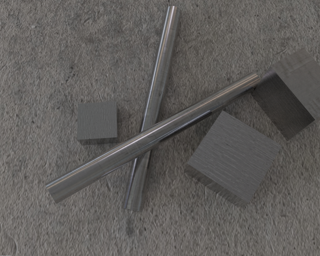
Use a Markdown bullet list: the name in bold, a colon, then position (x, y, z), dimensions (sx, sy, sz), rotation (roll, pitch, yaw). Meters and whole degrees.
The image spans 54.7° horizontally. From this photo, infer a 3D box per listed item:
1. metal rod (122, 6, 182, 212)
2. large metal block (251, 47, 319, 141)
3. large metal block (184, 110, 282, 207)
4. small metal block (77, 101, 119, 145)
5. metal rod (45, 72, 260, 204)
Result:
- **metal rod**: position (-0.006, -0.039, 0.422), dimensions (0.025, 0.025, 0.299), rotation (10, 70, 3)
- **large metal block**: position (0.172, -0.040, 0.395), dimensions (0.050, 0.080, 0.080), rotation (-30, 73, -10)
- **large metal block**: position (0.087, 0.039, 0.381), dimensions (0.080, 0.050, 0.080), rotation (33, 73, 11)
- **small metal block**: position (-0.081, -0.006, 0.410), dimensions (0.050, 0.025, 0.050), rotation (-4, 70, -2)
- **metal rod**: position (0.007, 0.002, 0.384), dimensions (0.302, 0.025, 0.025), rotation (-29, 73, -19)
